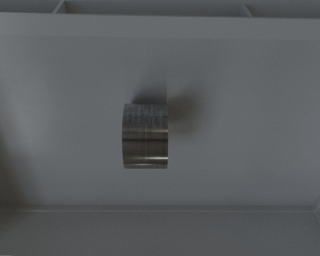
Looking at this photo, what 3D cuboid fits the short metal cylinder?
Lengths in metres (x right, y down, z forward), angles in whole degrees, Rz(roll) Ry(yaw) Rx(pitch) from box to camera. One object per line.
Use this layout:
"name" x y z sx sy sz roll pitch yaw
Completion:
"short metal cylinder" -0.017 0.010 0.378 0.050 0.080 0.079 0 130 -1
